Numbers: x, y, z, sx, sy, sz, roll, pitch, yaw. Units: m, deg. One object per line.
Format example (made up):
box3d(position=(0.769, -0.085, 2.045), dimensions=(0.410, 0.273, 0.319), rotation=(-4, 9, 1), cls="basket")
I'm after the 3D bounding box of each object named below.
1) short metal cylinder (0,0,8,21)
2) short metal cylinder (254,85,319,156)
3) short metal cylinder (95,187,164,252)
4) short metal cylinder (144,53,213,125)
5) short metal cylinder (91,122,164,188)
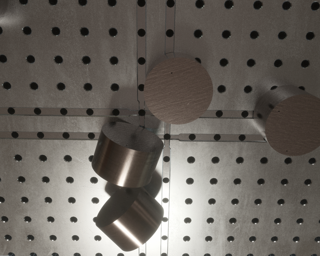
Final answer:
box3d(position=(-0.220, -0.150, 0.342), dimensions=(0.081, 0.050, 0.079), rotation=(0, 110, -1), cls="short metal cylinder")
box3d(position=(0.168, -0.011, 0.399), dimensions=(0.081, 0.050, 0.079), rotation=(0, 110, 0), cls="short metal cylinder")
box3d(position=(-0.041, 0.121, 0.428), dimensions=(0.080, 0.080, 0.050), rotation=(-37, 106, 12), cls="short metal cylinder")
box3d(position=(0.021, -0.050, 0.382), dimensions=(0.081, 0.050, 0.079), rotation=(0, 110, -1), cls="short metal cylinder")
box3d(position=(-0.041, 0.032, 0.395), dimensions=(0.080, 0.080, 0.050), rotation=(17, 109, -7), cls="short metal cylinder")
